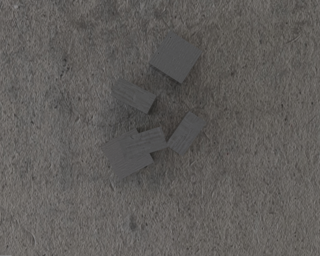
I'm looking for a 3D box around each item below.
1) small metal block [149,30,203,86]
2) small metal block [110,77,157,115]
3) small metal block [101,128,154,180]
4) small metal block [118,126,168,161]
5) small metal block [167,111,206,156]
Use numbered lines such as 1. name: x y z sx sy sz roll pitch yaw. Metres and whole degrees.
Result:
1. small metal block: 0.020 -0.091 0.410 0.050 0.025 0.050 33 90 0
2. small metal block: -0.032 -0.039 0.397 0.050 0.050 0.025 27 90 0
3. small metal block: -0.042 0.033 0.410 0.050 0.025 0.050 -28 90 0
4. small metal block: -0.020 0.018 0.372 0.050 0.050 0.025 -18 89 -4
5. small metal block: 0.031 0.006 0.398 0.025 0.050 0.050 35 90 0
